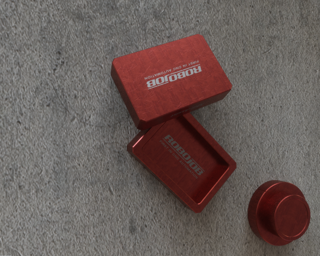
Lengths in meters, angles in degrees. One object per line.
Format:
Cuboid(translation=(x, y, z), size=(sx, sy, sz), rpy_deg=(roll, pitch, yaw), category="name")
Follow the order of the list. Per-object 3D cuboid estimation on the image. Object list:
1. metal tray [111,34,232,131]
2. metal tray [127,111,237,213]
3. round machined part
Cuboid(translation=(0.015, -0.061, 0.395), size=(0.131, 0.030, 0.090), rpy_deg=(-22, 75, -19), category="metal tray")
Cuboid(translation=(0.032, 0.039, 0.419), size=(0.130, 0.030, 0.090), rpy_deg=(46, 76, -15), category="metal tray")
Cuboid(translation=(0.187, 0.131, 0.471), size=(0.099, 0.042, 0.097), rpy_deg=(0, 90, -21), category="round machined part")
